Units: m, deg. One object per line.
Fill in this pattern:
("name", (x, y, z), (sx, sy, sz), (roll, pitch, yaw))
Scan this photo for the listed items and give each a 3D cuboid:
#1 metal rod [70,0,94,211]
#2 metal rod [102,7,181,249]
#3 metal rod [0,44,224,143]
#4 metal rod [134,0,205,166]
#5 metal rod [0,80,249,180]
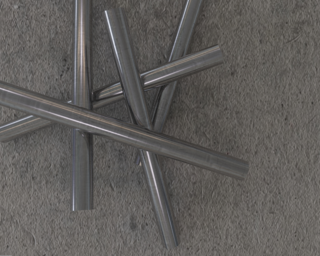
("metal rod", (-0.094, -0.055, 0.374), (0.025, 0.025, 0.299), (-3, 76, 0))
("metal rod", (-0.018, 0.011, 0.377), (0.025, 0.025, 0.298), (-13, 103, 0))
("metal rod", (-0.068, -0.041, 0.393), (0.301, 0.025, 0.025), (-19, 90, 6))
("metal rod", (0.022, -0.093, 0.409), (0.025, 0.025, 0.298), (17, 90, 0))
("metal rod", (-0.039, 0.005, 0.346), (0.302, 0.025, 0.025), (18, 90, -11))
